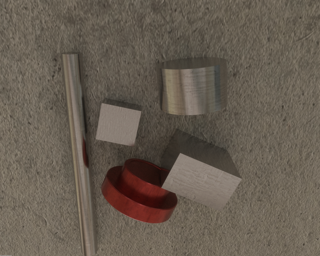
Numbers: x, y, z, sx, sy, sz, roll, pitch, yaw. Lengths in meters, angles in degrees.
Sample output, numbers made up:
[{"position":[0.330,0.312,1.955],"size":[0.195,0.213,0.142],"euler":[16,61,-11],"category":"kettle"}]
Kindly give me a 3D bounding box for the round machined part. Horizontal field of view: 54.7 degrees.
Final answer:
[{"position":[-0.021,0.074,0.398],"size":[0.099,0.098,0.042],"euler":[23,104,-9],"category":"round machined part"}]

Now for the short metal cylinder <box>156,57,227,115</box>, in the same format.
[{"position":[0.038,-0.051,0.362],"size":[0.080,0.080,0.050],"euler":[-5,110,1],"category":"short metal cylinder"}]

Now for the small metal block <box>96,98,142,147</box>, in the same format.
[{"position":[-0.053,-0.008,0.406],"size":[0.050,0.025,0.050],"euler":[12,110,-5],"category":"small metal block"}]

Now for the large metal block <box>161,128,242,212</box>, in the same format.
[{"position":[0.048,0.051,0.400],"size":[0.080,0.080,0.050],"euler":[23,108,-9],"category":"large metal block"}]

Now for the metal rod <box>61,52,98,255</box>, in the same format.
[{"position":[-0.108,0.049,0.426],"size":[0.025,0.025,0.298],"euler":[0,110,-1],"category":"metal rod"}]
